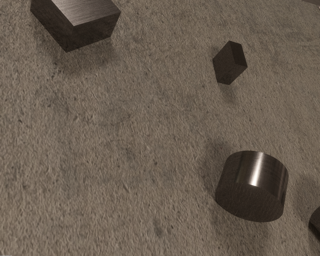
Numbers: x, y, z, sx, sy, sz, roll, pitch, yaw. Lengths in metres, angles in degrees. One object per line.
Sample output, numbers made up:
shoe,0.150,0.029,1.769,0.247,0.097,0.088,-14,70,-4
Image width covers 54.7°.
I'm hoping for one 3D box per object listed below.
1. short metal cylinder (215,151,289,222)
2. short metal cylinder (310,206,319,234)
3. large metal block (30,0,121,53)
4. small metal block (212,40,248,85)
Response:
short metal cylinder,0.115,0.074,0.388,0.080,0.080,0.050,34,51,-6
short metal cylinder,0.262,0.131,0.433,0.081,0.080,0.050,-30,79,-38
large metal block,-0.115,-0.160,0.424,0.080,0.050,0.081,49,51,6
small metal block,0.116,-0.108,0.519,0.025,0.050,0.050,9,58,-24
